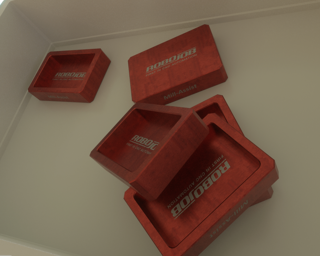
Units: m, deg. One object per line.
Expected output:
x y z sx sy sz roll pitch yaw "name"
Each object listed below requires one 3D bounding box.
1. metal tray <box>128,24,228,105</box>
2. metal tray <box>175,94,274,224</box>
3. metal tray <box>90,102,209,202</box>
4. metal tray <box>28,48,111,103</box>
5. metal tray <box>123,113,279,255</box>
0.021 -0.085 0.442 0.130 0.030 0.090 -20 54 16 "metal tray"
0.056 0.033 0.351 0.090 0.030 0.130 -27 53 11 "metal tray"
-0.018 0.017 0.335 0.090 0.030 0.130 -49 26 -15 "metal tray"
-0.159 -0.091 0.539 0.130 0.030 0.090 5 64 30 "metal tray"
0.038 0.057 0.307 0.130 0.030 0.090 -43 51 -2 "metal tray"
